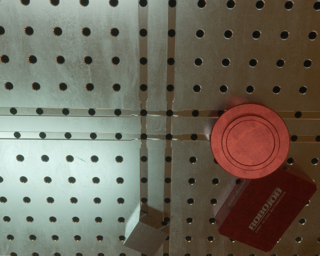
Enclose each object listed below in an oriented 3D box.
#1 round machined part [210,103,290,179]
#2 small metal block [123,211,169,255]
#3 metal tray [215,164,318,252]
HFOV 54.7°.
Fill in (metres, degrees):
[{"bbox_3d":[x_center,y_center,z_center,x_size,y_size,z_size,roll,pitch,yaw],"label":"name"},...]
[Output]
[{"bbox_3d":[0.114,0.017,0.394,0.098,0.042,0.097,1,93,12],"label":"round machined part"},{"bbox_3d":[-0.021,0.162,0.473,0.050,0.025,0.050,27,108,-10],"label":"small metal block"},{"bbox_3d":[0.151,0.112,0.453,0.090,0.030,0.129,24,108,-9],"label":"metal tray"}]
